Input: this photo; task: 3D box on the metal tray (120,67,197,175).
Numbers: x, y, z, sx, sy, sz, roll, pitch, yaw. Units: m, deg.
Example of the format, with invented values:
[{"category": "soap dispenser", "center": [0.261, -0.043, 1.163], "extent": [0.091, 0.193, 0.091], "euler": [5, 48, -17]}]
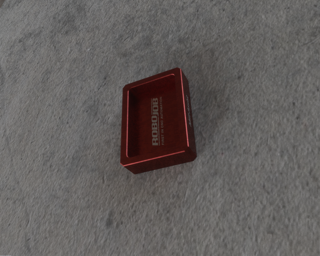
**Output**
[{"category": "metal tray", "center": [-0.005, -0.011, 0.410], "extent": [0.090, 0.030, 0.130], "euler": [-15, 55, 19]}]
